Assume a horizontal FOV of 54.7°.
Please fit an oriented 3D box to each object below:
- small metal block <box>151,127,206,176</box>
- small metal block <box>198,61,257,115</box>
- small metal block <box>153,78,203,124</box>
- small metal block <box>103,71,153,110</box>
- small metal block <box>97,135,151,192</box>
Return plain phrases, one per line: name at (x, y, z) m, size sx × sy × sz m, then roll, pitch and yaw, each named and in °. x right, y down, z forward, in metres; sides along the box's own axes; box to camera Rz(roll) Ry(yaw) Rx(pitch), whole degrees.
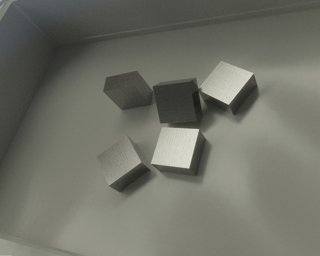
small metal block at (0.023, 0.028, 0.377) m, size 0.050 × 0.025 × 0.050 m, roll 3°, pitch 63°, yaw 29°
small metal block at (0.085, -0.051, 0.392) m, size 0.050 × 0.025 × 0.050 m, roll 33°, pitch 80°, yaw 38°
small metal block at (0.023, -0.035, 0.396) m, size 0.050 × 0.050 × 0.025 m, roll -4°, pitch 18°, yaw 26°
small metal block at (-0.045, -0.053, 0.446) m, size 0.050 × 0.050 × 0.025 m, roll -7°, pitch 59°, yaw 24°
small metal block at (-0.048, 0.046, 0.403) m, size 0.050 × 0.025 × 0.050 m, roll -36°, pitch 51°, yaw 4°
